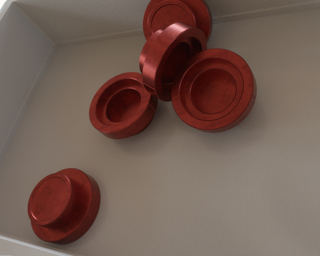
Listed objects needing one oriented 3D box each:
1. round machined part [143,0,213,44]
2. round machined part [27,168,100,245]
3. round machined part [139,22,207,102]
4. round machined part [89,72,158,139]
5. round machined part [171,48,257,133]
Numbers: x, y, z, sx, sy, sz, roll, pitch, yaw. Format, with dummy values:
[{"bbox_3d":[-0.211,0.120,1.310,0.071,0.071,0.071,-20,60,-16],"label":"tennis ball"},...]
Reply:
[{"bbox_3d":[0.021,-0.144,0.434,0.098,0.097,0.042,-10,17,23],"label":"round machined part"},{"bbox_3d":[-0.131,0.098,0.404,0.098,0.042,0.098,-13,56,21],"label":"round machined part"},{"bbox_3d":[0.012,-0.086,0.392,0.042,0.098,0.098,35,81,28],"label":"round machined part"},{"bbox_3d":[-0.047,-0.027,0.436,0.098,0.042,0.098,-13,56,21],"label":"round machined part"},{"bbox_3d":[0.067,-0.042,0.374,0.098,0.042,0.098,-5,77,26],"label":"round machined part"}]
